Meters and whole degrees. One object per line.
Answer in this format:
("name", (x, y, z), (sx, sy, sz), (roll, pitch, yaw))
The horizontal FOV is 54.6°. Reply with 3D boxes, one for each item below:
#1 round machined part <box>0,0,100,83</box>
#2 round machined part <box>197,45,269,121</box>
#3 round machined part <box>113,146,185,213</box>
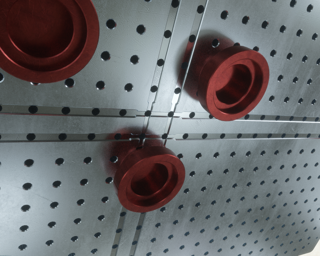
("round machined part", (-0.109, -0.094, 0.282), (0.099, 0.042, 0.097), (-14, 124, -21))
("round machined part", (0.092, -0.061, 0.412), (0.099, 0.042, 0.097), (-14, 124, -21))
("round machined part", (-0.018, 0.066, 0.431), (0.099, 0.042, 0.097), (-14, 124, -21))
